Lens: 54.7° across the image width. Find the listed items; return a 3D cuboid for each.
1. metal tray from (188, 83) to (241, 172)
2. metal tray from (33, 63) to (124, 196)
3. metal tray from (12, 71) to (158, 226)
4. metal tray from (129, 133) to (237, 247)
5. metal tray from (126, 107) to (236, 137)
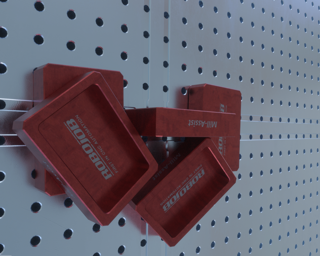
[{"bbox_3d":[0.085,0.002,0.479,0.091,0.030,0.129,4,88,-40],"label":"metal tray"},{"bbox_3d":[-0.085,0.001,0.336,0.091,0.030,0.129,-1,92,-40],"label":"metal tray"},{"bbox_3d":[-0.066,0.021,0.310,0.090,0.030,0.130,-46,118,-31],"label":"metal tray"},{"bbox_3d":[0.032,0.081,0.411,0.130,0.030,0.090,-42,118,-13],"label":"metal tray"},{"bbox_3d":[0.020,-0.005,0.384,0.131,0.090,0.030,2,89,-40],"label":"metal tray"}]
